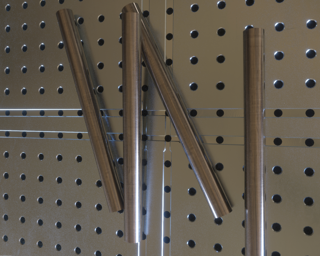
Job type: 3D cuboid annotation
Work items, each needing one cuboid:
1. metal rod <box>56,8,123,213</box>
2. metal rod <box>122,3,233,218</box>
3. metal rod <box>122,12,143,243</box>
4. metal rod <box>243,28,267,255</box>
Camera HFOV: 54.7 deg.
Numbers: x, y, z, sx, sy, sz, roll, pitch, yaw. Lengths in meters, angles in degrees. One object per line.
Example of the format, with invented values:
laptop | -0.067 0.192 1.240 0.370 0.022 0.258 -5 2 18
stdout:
metal rod | -0.100 -0.029 0.446 0.025 0.025 0.298 -18 84 19
metal rod | 0.019 -0.029 0.405 0.025 0.025 0.299 -26 82 18
metal rod | -0.036 0.004 0.409 0.025 0.025 0.298 2 96 19
metal rod | 0.114 0.033 0.372 0.025 0.025 0.298 -1 90 19
